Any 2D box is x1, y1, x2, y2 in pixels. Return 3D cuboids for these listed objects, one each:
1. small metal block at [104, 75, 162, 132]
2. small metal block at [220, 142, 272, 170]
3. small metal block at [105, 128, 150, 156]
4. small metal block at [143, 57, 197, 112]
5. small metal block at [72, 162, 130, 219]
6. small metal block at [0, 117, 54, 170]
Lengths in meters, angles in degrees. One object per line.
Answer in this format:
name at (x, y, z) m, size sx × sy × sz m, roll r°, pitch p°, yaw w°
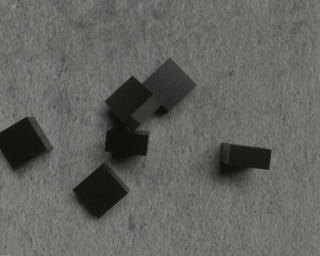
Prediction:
small metal block at (-0.035, -0.032, 0.396) m, size 0.050 × 0.025 × 0.050 m, roll -43°, pitch 52°, yaw -1°
small metal block at (0.109, 0.035, 0.399) m, size 0.050 × 0.050 × 0.025 m, roll 7°, pitch 90°, yaw -1°
small metal block at (-0.040, 0.016, 0.396) m, size 0.050 × 0.050 × 0.025 m, roll 6°, pitch 95°, yaw 0°
small metal block at (0.012, -0.056, 0.410) m, size 0.050 × 0.025 × 0.050 m, roll -44°, pitch 91°, yaw 0°
small metal block at (-0.077, 0.081, 0.409) m, size 0.050 × 0.025 × 0.050 m, roll -41°, pitch 91°, yaw 0°
small metal block at (-0.179, 0.019, 0.408) m, size 0.050 × 0.025 × 0.050 m, roll -31°, pitch 90°, yaw -1°
